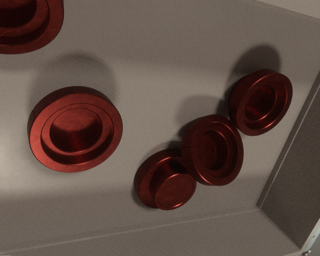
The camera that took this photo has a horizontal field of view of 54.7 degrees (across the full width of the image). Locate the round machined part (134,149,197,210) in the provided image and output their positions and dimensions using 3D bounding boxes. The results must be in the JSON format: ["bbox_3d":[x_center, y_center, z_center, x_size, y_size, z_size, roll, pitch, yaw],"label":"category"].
[{"bbox_3d":[0.015,0.082,0.459,0.099,0.042,0.097,-14,125,-21],"label":"round machined part"}]

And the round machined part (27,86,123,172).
[{"bbox_3d":[-0.095,-0.002,0.345,0.099,0.042,0.097,-14,125,-21],"label":"round machined part"}]

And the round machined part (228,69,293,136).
[{"bbox_3d":[0.140,-0.040,0.452,0.099,0.042,0.097,-14,124,-21],"label":"round machined part"}]

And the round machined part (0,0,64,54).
[{"bbox_3d":[-0.128,-0.108,0.244,0.099,0.042,0.098,-9,150,-5],"label":"round machined part"}]

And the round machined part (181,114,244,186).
[{"bbox_3d":[0.069,0.032,0.437,0.099,0.042,0.097,6,79,-33],"label":"round machined part"}]
